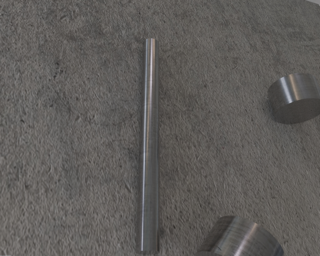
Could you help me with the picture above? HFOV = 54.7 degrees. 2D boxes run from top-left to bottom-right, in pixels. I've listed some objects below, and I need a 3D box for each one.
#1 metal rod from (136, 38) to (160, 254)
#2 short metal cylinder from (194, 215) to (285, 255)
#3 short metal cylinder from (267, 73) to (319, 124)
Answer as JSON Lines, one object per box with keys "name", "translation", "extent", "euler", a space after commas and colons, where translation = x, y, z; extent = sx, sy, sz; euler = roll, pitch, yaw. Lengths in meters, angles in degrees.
{"name": "metal rod", "translation": [-0.013, 0.000, 0.396], "extent": [0.025, 0.025, 0.299], "euler": [13, 56, -21]}
{"name": "short metal cylinder", "translation": [0.083, 0.140, 0.327], "extent": [0.080, 0.080, 0.050], "euler": [45, 51, 3]}
{"name": "short metal cylinder", "translation": [0.228, -0.048, 0.520], "extent": [0.081, 0.080, 0.050], "euler": [9, 58, -23]}
